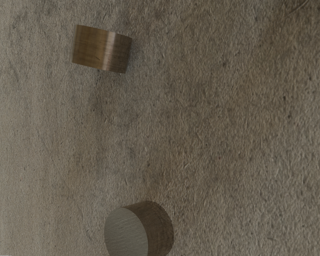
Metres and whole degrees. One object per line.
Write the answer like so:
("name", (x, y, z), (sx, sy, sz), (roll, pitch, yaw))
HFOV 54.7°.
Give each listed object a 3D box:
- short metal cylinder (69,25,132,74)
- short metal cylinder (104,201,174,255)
("short metal cylinder", (-0.084, -0.111, 0.438), (0.080, 0.081, 0.050), (21, 104, 38))
("short metal cylinder", (-0.029, 0.141, 0.413), (0.080, 0.050, 0.080), (0, 90, 40))
